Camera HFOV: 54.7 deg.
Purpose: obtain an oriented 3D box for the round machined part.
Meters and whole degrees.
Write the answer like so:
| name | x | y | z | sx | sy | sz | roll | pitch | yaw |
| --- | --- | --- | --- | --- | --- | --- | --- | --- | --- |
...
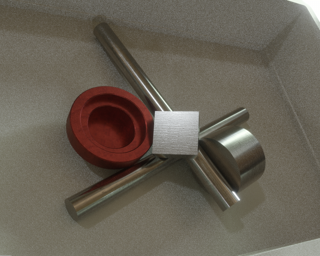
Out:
| name | x | y | z | sx | sy | sz | roll | pitch | yaw |
| --- | --- | --- | --- | --- | --- | --- | --- | --- | --- |
| round machined part | -0.059 | 0.003 | 0.361 | 0.099 | 0.042 | 0.098 | 14 | 56 | -21 |

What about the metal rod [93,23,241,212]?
| name | x | y | z | sx | sy | sz | roll | pitch | yaw |
| --- | --- | --- | --- | --- | --- | --- | --- | --- | --- |
| metal rod | -0.002 | -0.027 | 0.398 | 0.025 | 0.025 | 0.299 | -21 | 66 | -36 |

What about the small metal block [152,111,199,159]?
| name | x | y | z | sx | sy | sz | roll | pitch | yaw |
| --- | --- | --- | --- | --- | --- | --- | --- | --- | --- |
| small metal block | 0.020 | 0.008 | 0.358 | 0.050 | 0.025 | 0.050 | 1 | 74 | 10 |

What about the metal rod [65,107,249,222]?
| name | x | y | z | sx | sy | sz | roll | pitch | yaw |
| --- | --- | --- | --- | --- | --- | --- | --- | --- | --- |
| metal rod | 0.021 | 0.030 | 0.398 | 0.302 | 0.025 | 0.025 | -25 | 76 | -37 |

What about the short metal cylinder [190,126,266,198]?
| name | x | y | z | sx | sy | sz | roll | pitch | yaw |
| --- | --- | --- | --- | --- | --- | --- | --- | --- | --- |
| short metal cylinder | 0.083 | 0.042 | 0.389 | 0.050 | 0.080 | 0.080 | -22 | 74 | -36 |
